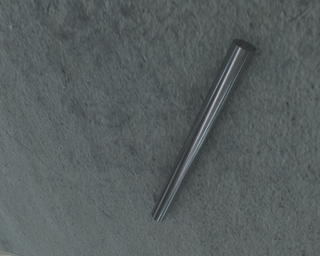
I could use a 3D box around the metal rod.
[{"bbox_3d":[0.041,0.027,0.400,0.025,0.025,0.298,29,128,9],"label":"metal rod"}]
